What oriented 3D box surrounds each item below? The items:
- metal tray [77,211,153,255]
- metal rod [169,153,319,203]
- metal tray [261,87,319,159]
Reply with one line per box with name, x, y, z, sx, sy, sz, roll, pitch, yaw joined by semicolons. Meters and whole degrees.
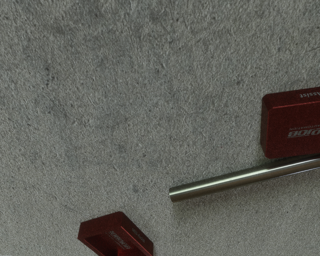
metal tray;-0.080;0.213;0.584;0.090;0.030;0.130;-21;128;16
metal rod;0.160;0.067;0.466;0.301;0.025;0.025;-17;128;13
metal tray;0.201;-0.008;0.400;0.131;0.030;0.090;-8;130;6
